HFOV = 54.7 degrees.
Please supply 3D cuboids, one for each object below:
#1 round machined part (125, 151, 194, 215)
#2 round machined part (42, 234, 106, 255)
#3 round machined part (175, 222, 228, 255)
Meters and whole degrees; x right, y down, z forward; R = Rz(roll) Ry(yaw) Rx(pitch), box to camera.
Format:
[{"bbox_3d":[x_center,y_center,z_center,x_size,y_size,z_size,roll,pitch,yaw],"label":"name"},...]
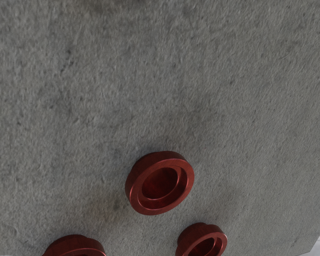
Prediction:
[{"bbox_3d":[-0.004,0.073,0.441,0.099,0.042,0.097,-14,125,-21],"label":"round machined part"},{"bbox_3d":[-0.129,0.194,0.446,0.099,0.042,0.097,-14,125,-21],"label":"round machined part"},{"bbox_3d":[0.071,0.214,0.570,0.099,0.042,0.097,-14,125,-21],"label":"round machined part"}]
